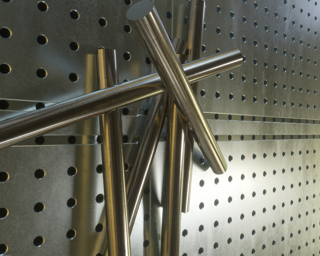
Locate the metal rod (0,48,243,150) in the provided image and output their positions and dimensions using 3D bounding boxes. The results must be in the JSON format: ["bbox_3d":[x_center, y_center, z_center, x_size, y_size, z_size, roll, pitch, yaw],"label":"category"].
[{"bbox_3d":[-0.032,-0.039,0.336,0.302,0.025,0.025,-22,105,-24],"label":"metal rod"}]

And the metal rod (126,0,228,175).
[{"bbox_3d":[0.038,-0.018,0.371,0.025,0.025,0.300,-62,145,-21],"label":"metal rod"}]

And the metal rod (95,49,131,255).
[{"bbox_3d":[-0.050,0.061,0.345,0.025,0.025,0.299,-1,85,-40],"label":"metal rod"}]

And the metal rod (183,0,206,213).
[{"bbox_3d":[0.041,-0.034,0.441,0.025,0.025,0.299,8,85,-40],"label":"metal rod"}]

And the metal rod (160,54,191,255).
[{"bbox_3d":[0.018,0.057,0.403,0.025,0.025,0.298,-2,97,-40],"label":"metal rod"}]

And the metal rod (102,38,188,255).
[{"bbox_3d":[-0.016,0.022,0.394,0.025,0.025,0.299,27,73,-37],"label":"metal rod"}]
